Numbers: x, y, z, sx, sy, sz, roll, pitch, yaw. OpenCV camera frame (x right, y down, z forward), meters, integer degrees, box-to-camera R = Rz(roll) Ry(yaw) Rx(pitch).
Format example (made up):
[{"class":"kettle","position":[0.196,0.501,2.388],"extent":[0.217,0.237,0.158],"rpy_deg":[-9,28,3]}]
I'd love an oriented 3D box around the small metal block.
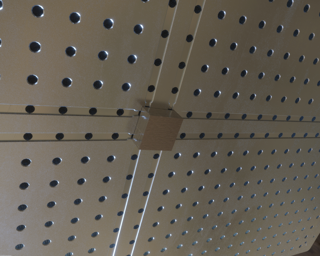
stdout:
[{"class":"small metal block","position":[-0.003,0.002,0.412],"extent":[0.050,0.025,0.050],"rpy_deg":[5,116,-31]}]
